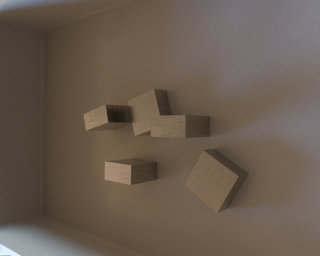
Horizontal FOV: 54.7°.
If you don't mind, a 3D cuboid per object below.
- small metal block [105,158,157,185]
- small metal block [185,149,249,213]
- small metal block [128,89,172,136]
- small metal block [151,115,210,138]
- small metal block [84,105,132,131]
[{"bbox_3d":[-0.039,0.058,0.423,0.050,0.050,0.025,2,92,40],"label":"small metal block"},{"bbox_3d":[0.064,0.059,0.354,0.050,0.025,0.050,37,113,33],"label":"small metal block"},{"bbox_3d":[-0.013,-0.020,0.418,0.050,0.025,0.050,-21,77,38],"label":"small metal block"},{"bbox_3d":[0.025,-0.002,0.370,0.050,0.050,0.025,1,91,40],"label":"small metal block"},{"bbox_3d":[-0.074,-0.014,0.452,0.050,0.050,0.025,-17,79,39],"label":"small metal block"}]
